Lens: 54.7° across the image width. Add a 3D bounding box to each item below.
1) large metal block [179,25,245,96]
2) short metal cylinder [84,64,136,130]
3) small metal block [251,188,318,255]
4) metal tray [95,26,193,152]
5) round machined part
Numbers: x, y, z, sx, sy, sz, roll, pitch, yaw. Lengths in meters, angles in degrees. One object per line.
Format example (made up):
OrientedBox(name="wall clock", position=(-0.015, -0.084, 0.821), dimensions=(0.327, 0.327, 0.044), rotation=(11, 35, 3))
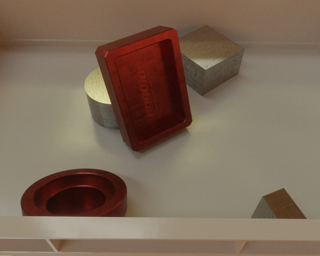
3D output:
OrientedBox(name="large metal block", position=(0.069, -0.107, 0.479), dimensions=(0.081, 0.050, 0.080), rotation=(-32, 57, -24))
OrientedBox(name="short metal cylinder", position=(-0.058, -0.044, 0.425), dimensions=(0.081, 0.050, 0.080), rotation=(0, 50, 0))
OrientedBox(name="small metal block", position=(0.121, 0.097, 0.309), dimensions=(0.025, 0.050, 0.050), rotation=(-17, 52, -14))
OrientedBox(name="metal tray", position=(-0.014, -0.046, 0.374), dimensions=(0.091, 0.129, 0.030), rotation=(-26, 33, -20))
OrientedBox(name="round machined part", position=(-0.082, 0.081, 0.307), dimensions=(0.099, 0.042, 0.098), rotation=(1, 19, 0))
